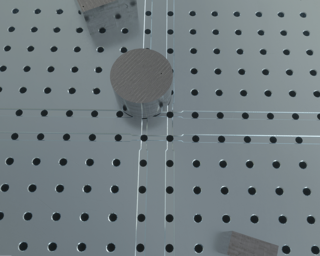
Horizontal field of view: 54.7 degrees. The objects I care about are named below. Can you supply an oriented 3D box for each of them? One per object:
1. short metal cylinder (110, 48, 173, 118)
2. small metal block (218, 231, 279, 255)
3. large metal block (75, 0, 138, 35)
[{"bbox_3d":[-0.024,-0.060,0.420,0.081,0.050,0.080,0,70,0],"label":"short metal cylinder"},{"bbox_3d":[0.098,0.137,0.349,0.050,0.050,0.025,17,71,6],"label":"small metal block"},{"bbox_3d":[-0.088,-0.202,0.472,0.080,0.050,0.080,-23,72,-8],"label":"large metal block"}]
